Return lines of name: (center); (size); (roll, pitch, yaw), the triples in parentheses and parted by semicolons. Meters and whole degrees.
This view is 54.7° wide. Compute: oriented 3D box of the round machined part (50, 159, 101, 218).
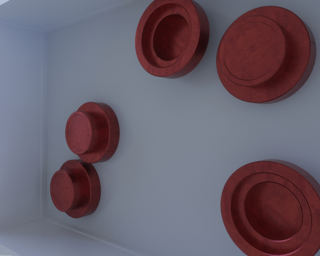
round machined part: (-0.147, 0.102, 0.517); (0.098, 0.042, 0.097); (0, 90, 40)

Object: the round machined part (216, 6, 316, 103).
round machined part: (0.100, -0.074, 0.313); (0.098, 0.042, 0.097); (0, 90, 40)

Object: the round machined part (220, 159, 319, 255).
round machined part: (0.113, 0.079, 0.303); (0.098, 0.042, 0.097); (0, 90, 40)

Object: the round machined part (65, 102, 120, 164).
round machined part: (-0.112, 0.007, 0.489); (0.098, 0.042, 0.097); (0, 90, 40)

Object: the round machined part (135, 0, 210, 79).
round machined part: (0.019, -0.109, 0.380); (0.098, 0.042, 0.097); (0, 90, 40)
